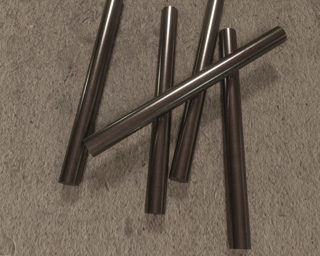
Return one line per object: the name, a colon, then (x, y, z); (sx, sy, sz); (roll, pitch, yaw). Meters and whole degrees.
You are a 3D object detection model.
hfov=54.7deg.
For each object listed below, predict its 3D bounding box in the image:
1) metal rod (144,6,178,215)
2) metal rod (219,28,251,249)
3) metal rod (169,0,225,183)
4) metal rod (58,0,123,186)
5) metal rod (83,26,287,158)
metal rod: (0.004, -0.038, 0.421); (0.025, 0.025, 0.299); (4, 70, 1)
metal rod: (0.097, -0.001, 0.409); (0.025, 0.025, 0.299); (2, 70, 0)
metal rod: (0.057, -0.072, 0.435); (0.025, 0.025, 0.299); (12, 70, 4)
metal rod: (-0.090, -0.070, 0.432); (0.025, 0.025, 0.299); (8, 70, 2)
metal rod: (0.040, -0.052, 0.399); (0.301, 0.025, 0.025); (-31, 73, -11)
